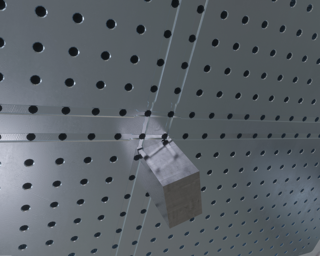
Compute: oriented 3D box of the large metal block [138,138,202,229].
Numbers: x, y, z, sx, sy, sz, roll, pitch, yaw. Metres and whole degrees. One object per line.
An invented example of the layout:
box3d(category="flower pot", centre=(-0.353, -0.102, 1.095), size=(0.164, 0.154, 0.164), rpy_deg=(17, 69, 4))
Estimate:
box3d(category="large metal block", centre=(0.014, 0.075, 0.429), size=(0.050, 0.080, 0.080), rpy_deg=(-20, 126, -17))
